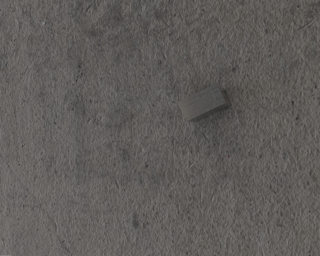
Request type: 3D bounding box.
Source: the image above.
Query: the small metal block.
[{"bbox_3d":[0.055,-0.029,0.376,0.050,0.050,0.025,-26,82,18],"label":"small metal block"}]
